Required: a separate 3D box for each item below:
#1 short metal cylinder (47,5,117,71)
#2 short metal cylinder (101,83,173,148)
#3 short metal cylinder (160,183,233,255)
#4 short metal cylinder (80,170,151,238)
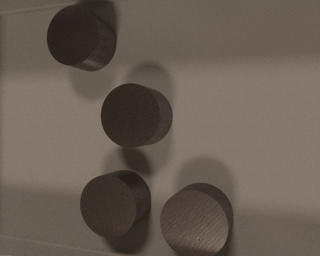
[{"bbox_3d":[-0.109,-0.123,0.434,0.080,0.050,0.079,0,90,19],"label":"short metal cylinder"},{"bbox_3d":[-0.029,-0.016,0.407,0.080,0.050,0.079,0,90,19],"label":"short metal cylinder"},{"bbox_3d":[0.046,0.111,0.380,0.080,0.050,0.079,0,90,19],"label":"short metal cylinder"},{"bbox_3d":[-0.058,0.100,0.417,0.080,0.050,0.079,0,90,19],"label":"short metal cylinder"}]
